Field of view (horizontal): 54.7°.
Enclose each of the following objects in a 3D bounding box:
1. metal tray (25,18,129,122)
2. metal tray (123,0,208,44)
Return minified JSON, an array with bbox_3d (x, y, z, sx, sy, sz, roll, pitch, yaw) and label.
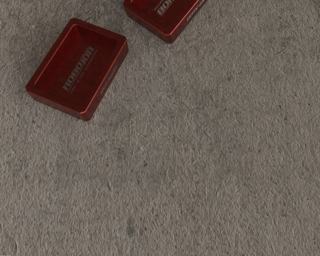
[{"bbox_3d":[-0.112,-0.084,0.435,0.090,0.030,0.130,23,71,8],"label":"metal tray"},{"bbox_3d":[0.020,-0.203,0.464,0.090,0.030,0.130,38,87,12],"label":"metal tray"}]
